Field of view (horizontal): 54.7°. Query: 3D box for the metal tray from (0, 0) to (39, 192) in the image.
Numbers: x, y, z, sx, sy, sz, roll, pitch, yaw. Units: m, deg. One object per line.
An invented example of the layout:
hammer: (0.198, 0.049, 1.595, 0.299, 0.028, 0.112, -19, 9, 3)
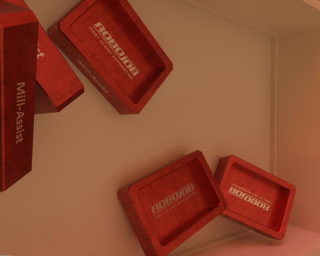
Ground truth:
metal tray: (-0.134, -0.026, 0.213, 0.030, 0.090, 0.129, -52, 161, -58)

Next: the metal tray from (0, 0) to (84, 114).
metal tray: (-0.129, -0.071, 0.255, 0.030, 0.090, 0.130, -47, 118, -30)

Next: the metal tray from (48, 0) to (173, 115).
metal tray: (-0.050, -0.089, 0.360, 0.130, 0.030, 0.090, 50, 61, -29)

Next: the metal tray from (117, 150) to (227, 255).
metal tray: (0.021, 0.093, 0.402, 0.131, 0.030, 0.090, -23, 85, -38)

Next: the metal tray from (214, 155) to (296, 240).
metal tray: (0.144, 0.109, 0.490, 0.131, 0.030, 0.090, 27, 71, -11)
